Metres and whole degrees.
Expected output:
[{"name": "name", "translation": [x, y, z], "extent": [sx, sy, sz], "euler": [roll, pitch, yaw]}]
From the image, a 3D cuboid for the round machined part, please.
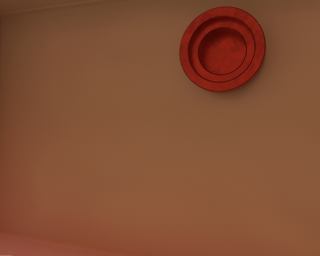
[{"name": "round machined part", "translation": [0.077, -0.090, 0.375], "extent": [0.098, 0.042, 0.097], "euler": [0, 90, 20]}]
